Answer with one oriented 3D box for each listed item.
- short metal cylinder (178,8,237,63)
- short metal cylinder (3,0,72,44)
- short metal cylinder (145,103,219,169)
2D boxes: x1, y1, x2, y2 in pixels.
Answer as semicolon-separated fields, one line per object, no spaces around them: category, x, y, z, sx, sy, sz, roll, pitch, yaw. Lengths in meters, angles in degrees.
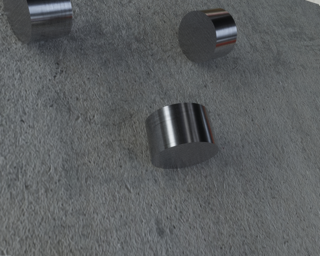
short metal cylinder;0.076;-0.150;0.500;0.050;0.080;0.080;-23;74;-36
short metal cylinder;-0.150;-0.147;0.377;0.050;0.080;0.080;-24;75;-36
short metal cylinder;0.025;0.012;0.375;0.081;0.080;0.050;3;60;-27
